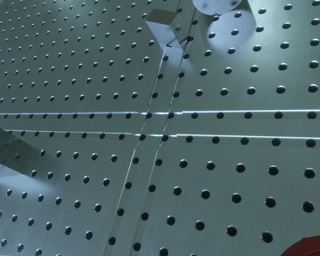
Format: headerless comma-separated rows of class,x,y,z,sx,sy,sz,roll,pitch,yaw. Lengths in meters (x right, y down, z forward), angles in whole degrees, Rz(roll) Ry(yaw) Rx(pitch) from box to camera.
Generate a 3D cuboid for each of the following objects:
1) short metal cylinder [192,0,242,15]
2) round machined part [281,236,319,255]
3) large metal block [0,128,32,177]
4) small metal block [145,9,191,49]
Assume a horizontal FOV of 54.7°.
short metal cylinder,0.084,-0.218,0.462,0.080,0.080,0.050,-18,55,18
round machined part,0.138,0.138,0.240,0.098,0.042,0.098,-13,56,20
large metal block,-0.267,0.039,0.486,0.080,0.080,0.050,-9,58,23
small metal block,0.013,-0.153,0.478,0.050,0.050,0.025,25,76,36
